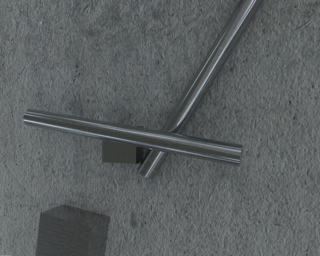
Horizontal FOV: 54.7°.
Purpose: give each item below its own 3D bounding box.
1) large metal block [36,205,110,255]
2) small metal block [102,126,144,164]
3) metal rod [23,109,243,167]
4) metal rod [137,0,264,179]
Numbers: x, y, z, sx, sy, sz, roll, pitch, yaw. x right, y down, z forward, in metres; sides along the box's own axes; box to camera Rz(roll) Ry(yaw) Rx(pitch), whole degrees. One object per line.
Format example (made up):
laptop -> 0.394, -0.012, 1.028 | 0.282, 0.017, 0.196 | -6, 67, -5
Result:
large metal block -> -0.124, 0.161, 0.438 | 0.080, 0.050, 0.079 | 8, 93, 19
small metal block -> -0.051, 0.022, 0.426 | 0.050, 0.025, 0.050 | 0, 90, 19
metal rod -> -0.049, 0.008, 0.398 | 0.301, 0.025, 0.025 | 9, 93, 20
metal rod -> 0.057, -0.065, 0.388 | 0.025, 0.025, 0.299 | 34, 101, 16
